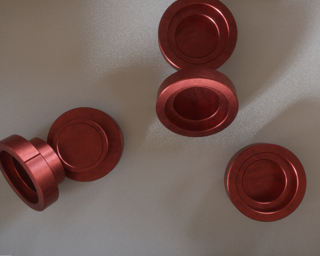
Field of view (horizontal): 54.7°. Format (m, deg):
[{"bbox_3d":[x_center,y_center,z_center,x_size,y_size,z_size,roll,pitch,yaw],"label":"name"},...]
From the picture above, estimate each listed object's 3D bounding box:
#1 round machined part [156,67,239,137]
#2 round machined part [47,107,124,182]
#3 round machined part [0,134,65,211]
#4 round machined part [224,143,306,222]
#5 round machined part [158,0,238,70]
[{"bbox_3d":[0.045,-0.036,0.386,0.099,0.097,0.042,4,46,0],"label":"round machined part"},{"bbox_3d":[-0.098,0.022,0.402,0.099,0.042,0.097,0,90,0],"label":"round machined part"},{"bbox_3d":[-0.156,0.051,0.384,0.042,0.098,0.098,-36,91,-41],"label":"round machined part"},{"bbox_3d":[0.133,0.068,0.404,0.099,0.042,0.097,0,90,0],"label":"round machined part"},{"bbox_3d":[0.047,-0.117,0.403,0.099,0.042,0.097,0,90,0],"label":"round machined part"}]
